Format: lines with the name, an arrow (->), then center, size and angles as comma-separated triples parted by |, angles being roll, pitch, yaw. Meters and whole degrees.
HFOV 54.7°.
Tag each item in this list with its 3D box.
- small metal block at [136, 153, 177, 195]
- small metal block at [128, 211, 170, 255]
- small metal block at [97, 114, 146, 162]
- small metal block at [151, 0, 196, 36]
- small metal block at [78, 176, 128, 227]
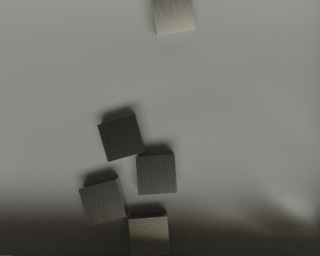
small metal block -> -0.005, 0.060, 0.411 | 0.050, 0.025, 0.050 | -4, 90, 0
small metal block -> -0.014, 0.140, 0.411 | 0.050, 0.025, 0.050 | -4, 90, 0
small metal block -> -0.050, 0.013, 0.411 | 0.050, 0.025, 0.050 | -16, 90, 0
small metal block -> 0.017, -0.151, 0.404 | 0.050, 0.025, 0.050 | -9, 108, 0
small metal block -> -0.074, 0.096, 0.411 | 0.050, 0.025, 0.050 | -15, 90, 0
